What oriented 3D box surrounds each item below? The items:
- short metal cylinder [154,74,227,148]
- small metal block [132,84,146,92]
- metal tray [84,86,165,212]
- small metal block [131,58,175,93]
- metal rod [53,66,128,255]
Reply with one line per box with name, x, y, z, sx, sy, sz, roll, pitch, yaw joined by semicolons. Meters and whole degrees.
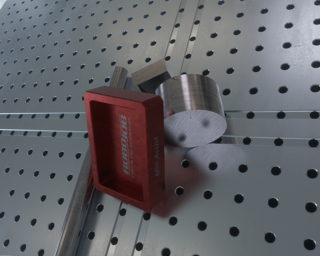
short metal cylinder;0.034;-0.018;0.366;0.080;0.080;0.050;-17;55;19
small metal block;-0.016;-0.023;0.413;0.025;0.050;0.050;-40;50;11
metal tray;-0.040;0.022;0.357;0.090;0.129;0.030;14;26;33
small metal block;-0.005;-0.063;0.433;0.050;0.050;0.025;-24;53;14
metal rod;-0.091;0.040;0.431;0.025;0.025;0.300;-2;60;27
